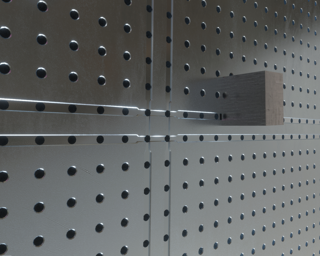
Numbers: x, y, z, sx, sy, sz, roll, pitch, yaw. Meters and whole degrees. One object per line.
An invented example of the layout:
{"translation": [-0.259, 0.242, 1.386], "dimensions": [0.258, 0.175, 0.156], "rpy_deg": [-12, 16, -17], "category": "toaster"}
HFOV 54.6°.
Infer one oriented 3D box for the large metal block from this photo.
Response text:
{"translation": [0.146, -0.044, 0.494], "dimensions": [0.050, 0.080, 0.080], "rpy_deg": [-2, 92, -40], "category": "large metal block"}
